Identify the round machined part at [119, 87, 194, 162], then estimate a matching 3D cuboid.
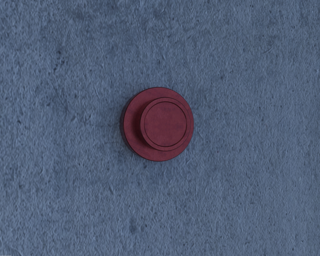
[{"bbox_3d":[0.000,-0.005,0.402,0.099,0.042,0.097,0,90,-21],"label":"round machined part"}]
